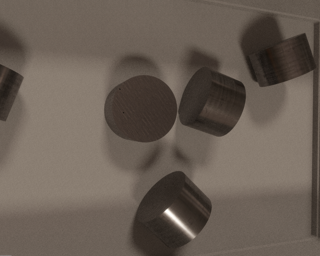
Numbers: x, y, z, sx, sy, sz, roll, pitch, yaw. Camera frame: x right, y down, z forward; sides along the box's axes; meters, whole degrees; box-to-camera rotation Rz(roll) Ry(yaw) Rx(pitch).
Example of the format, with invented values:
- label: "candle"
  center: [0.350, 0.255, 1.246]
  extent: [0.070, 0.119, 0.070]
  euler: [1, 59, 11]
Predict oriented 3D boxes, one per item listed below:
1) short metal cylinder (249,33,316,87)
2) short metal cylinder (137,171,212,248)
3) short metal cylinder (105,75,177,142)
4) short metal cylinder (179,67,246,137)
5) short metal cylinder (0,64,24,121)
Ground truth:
- label: "short metal cylinder"
  center: [0.176, -0.098, 0.448]
  extent: [0.081, 0.080, 0.050]
  euler: [-25, 99, -19]
- label: "short metal cylinder"
  center: [0.017, 0.101, 0.389]
  extent: [0.080, 0.080, 0.050]
  euler: [-47, 105, -14]
- label: "short metal cylinder"
  center: [-0.025, -0.023, 0.389]
  extent: [0.081, 0.050, 0.079]
  euler: [0, 90, -20]
- label: "short metal cylinder"
  center: [0.067, -0.034, 0.407]
  extent: [0.050, 0.080, 0.080]
  euler: [19, 84, -20]
- label: "short metal cylinder"
  center: [-0.188, -0.044, 0.312]
  extent: [0.080, 0.080, 0.050]
  euler: [21, 83, -19]
